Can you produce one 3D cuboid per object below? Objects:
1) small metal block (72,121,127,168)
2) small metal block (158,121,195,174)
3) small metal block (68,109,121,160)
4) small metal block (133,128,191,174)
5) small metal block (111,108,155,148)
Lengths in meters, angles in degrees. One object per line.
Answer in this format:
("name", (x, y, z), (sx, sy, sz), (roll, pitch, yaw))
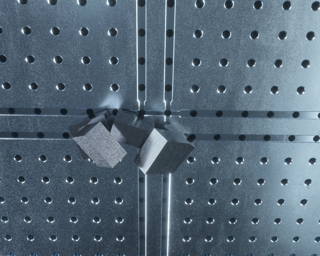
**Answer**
("small metal block", (-0.074, 0.021, 0.377), (0.025, 0.050, 0.050), (-46, 108, -25))
("small metal block", (0.011, 0.027, 0.424), (0.050, 0.025, 0.050), (34, 106, -12))
("small metal block", (-0.086, 0.009, 0.416), (0.050, 0.025, 0.050), (-18, 109, 6))
("small metal block", (0.003, 0.030, 0.383), (0.050, 0.025, 0.050), (11, 118, -52))
("small metal block", (-0.035, 0.001, 0.400), (0.050, 0.050, 0.025), (18, 109, -7))
